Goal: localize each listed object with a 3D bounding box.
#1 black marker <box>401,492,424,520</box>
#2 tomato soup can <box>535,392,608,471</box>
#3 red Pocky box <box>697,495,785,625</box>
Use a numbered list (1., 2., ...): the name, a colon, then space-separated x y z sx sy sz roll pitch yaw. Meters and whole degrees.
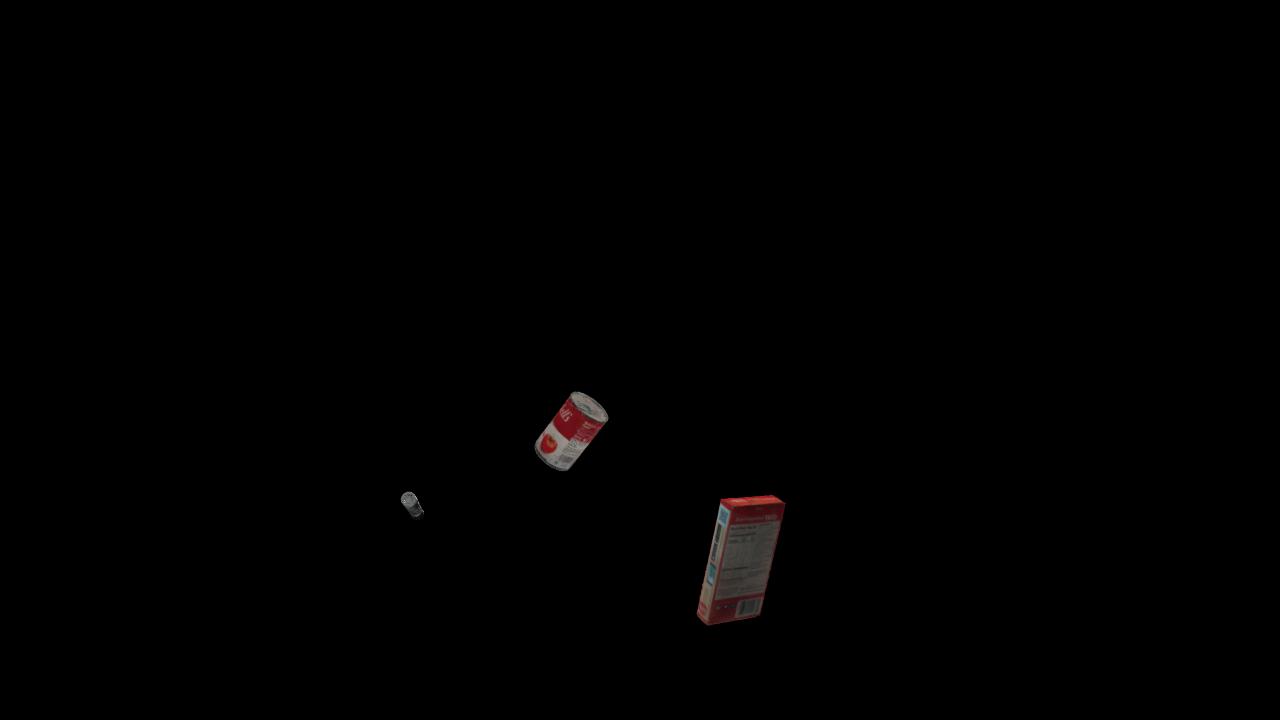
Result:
1. black marker: -0.319 0.207 0.867 0.020 0.020 0.121 0 -24 -13
2. tomato soup can: -0.102 0.106 0.911 0.068 0.101 0.068 34 16 -11
3. red Pocky box: 0.121 0.239 0.739 0.083 0.155 0.028 4 12 -28
